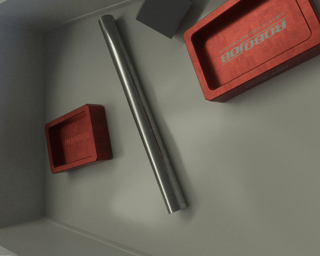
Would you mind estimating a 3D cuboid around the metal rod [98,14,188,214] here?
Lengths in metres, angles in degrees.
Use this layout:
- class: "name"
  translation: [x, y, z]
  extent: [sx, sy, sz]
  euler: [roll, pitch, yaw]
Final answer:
- class: "metal rod"
  translation: [-0.029, -0.031, 0.428]
  extent: [0.025, 0.025, 0.299]
  euler: [-33, 70, 35]

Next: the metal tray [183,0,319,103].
- class: "metal tray"
  translation: [0.094, -0.093, 0.324]
  extent: [0.130, 0.030, 0.090]
  euler: [-27, 73, 36]

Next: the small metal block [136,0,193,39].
- class: "small metal block"
  translation: [0.004, -0.147, 0.382]
  extent: [0.050, 0.050, 0.025]
  euler: [-57, 19, 24]

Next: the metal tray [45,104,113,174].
- class: "metal tray"
  translation: [-0.139, 0.021, 0.515]
  extent: [0.130, 0.030, 0.090]
  euler: [-19, 78, 38]
